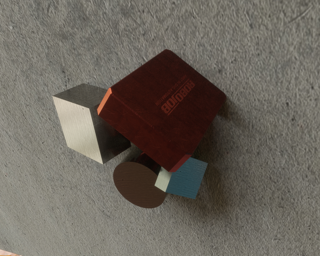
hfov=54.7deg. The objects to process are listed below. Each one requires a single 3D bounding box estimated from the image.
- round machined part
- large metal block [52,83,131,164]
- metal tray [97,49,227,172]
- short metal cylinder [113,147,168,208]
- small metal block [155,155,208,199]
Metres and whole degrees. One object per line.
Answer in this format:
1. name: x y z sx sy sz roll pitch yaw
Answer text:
1. round machined part: -0.006 -0.008 0.395 0.098 0.042 0.097 13 124 20
2. large metal block: -0.091 -0.008 0.417 0.080 0.050 0.079 18 128 38
3. metal tray: 0.010 -0.026 0.317 0.090 0.131 0.030 39 129 1
4. short metal cylinder: -0.019 0.067 0.443 0.080 0.050 0.079 13 124 20
5. small metal block: 0.028 0.060 0.399 0.050 0.050 0.025 21 178 -34
